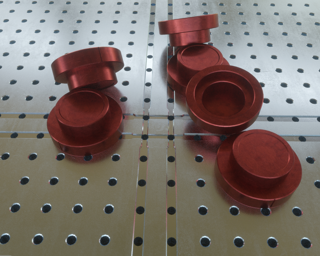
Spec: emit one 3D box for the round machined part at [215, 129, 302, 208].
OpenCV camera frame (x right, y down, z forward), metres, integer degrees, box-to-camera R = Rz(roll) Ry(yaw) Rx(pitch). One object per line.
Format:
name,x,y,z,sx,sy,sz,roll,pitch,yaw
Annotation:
round machined part,0.116,0.040,0.364,0.099,0.042,0.098,0,50,0

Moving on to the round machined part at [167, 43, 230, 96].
round machined part,0.060,-0.093,0.476,0.099,0.042,0.098,0,50,0

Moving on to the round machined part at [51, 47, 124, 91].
round machined part,-0.098,-0.077,0.437,0.099,0.098,0.042,-15,89,-12

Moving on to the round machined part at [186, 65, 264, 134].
round machined part,0.084,-0.034,0.415,0.098,0.042,0.098,-2,60,4

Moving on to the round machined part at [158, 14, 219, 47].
round machined part,0.048,-0.161,0.514,0.098,0.042,0.098,-7,19,3

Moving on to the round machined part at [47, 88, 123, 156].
round machined part,-0.099,-0.015,0.409,0.099,0.042,0.098,0,50,0
